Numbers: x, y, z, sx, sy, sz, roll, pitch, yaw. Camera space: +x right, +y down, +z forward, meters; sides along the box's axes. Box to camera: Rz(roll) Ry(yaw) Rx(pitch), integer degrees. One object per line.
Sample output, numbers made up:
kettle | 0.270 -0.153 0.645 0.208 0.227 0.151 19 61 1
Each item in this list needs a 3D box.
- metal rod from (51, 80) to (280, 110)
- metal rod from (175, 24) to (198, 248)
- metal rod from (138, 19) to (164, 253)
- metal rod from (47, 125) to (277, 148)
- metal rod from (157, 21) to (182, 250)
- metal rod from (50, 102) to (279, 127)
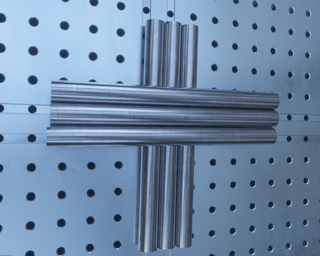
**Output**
metal rod | 0.022 -0.040 0.394 0.302 0.025 0.025 1 90 -20
metal rod | 0.036 0.010 0.425 0.025 0.025 0.298 2 89 -20
metal rod | -0.011 0.009 0.408 0.025 0.025 0.298 2 89 -20
metal rod | 0.017 0.010 0.392 0.302 0.025 0.025 1 90 -20
metal rod | 0.012 0.009 0.417 0.025 0.025 0.298 2 89 -20
metal rod | 0.021 -0.015 0.393 0.302 0.025 0.025 1 90 -20
